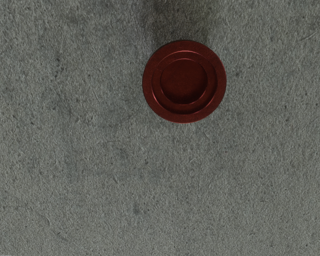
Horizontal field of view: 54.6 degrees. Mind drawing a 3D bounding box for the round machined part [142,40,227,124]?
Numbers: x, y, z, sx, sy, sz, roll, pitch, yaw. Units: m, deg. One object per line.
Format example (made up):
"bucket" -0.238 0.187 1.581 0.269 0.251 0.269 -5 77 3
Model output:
"round machined part" 0.029 -0.058 0.379 0.099 0.042 0.097 0 110 0
